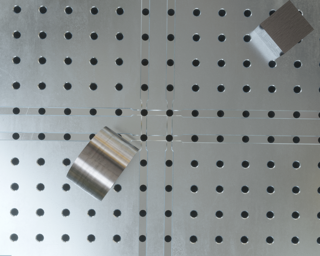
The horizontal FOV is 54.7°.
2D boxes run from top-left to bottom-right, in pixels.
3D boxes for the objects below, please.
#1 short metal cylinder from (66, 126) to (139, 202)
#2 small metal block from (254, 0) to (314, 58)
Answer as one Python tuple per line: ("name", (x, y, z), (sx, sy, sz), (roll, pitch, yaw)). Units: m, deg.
("short metal cylinder", (-0.070, 0.044, 0.385), (0.050, 0.080, 0.080), (36, 90, 0))
("small metal block", (0.165, -0.131, 0.415), (0.050, 0.025, 0.050), (-40, 90, 0))
